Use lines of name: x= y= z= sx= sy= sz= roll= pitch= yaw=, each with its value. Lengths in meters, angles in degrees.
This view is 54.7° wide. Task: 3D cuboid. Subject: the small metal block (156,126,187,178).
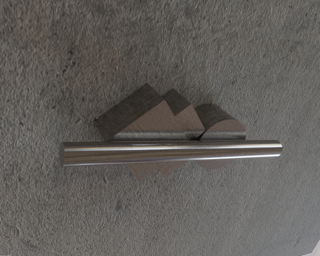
small metal block: x=0.010 y=0.031 z=0.418 sx=0.050 sy=0.050 sz=0.025 roll=-36 pitch=130 yaw=-4

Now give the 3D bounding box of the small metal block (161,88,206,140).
small metal block: x=0.027 y=-0.017 z=0.397 sx=0.025 sy=0.050 sz=0.050 roll=-37 pitch=130 yaw=-4

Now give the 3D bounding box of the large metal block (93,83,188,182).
large metal block: x=-0.020 y=0.006 z=0.383 sx=0.080 sy=0.050 sz=0.080 roll=-36 pitch=129 yaw=-4

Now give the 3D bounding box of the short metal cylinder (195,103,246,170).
short metal cylinder: x=0.073 y=0.012 z=0.438 sx=0.081 sy=0.050 sz=0.079 roll=-14 pitch=124 yaw=-21

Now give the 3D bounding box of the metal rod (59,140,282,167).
metal rod: x=0.036 y=0.028 z=0.378 sx=0.303 sy=0.025 sz=0.025 roll=1 pitch=118 yaw=-29
